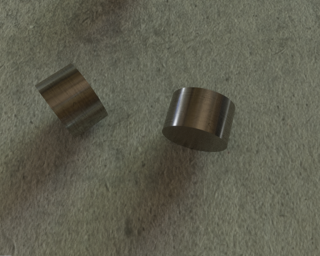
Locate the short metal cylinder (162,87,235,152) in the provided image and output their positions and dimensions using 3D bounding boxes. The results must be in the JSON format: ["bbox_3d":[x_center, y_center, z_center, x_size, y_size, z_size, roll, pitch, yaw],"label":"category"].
[{"bbox_3d":[0.048,-0.008,0.383,0.080,0.080,0.050,15,71,5],"label":"short metal cylinder"}]

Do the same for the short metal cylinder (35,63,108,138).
[{"bbox_3d":[-0.110,-0.034,0.390,0.050,0.080,0.080,-37,75,-12],"label":"short metal cylinder"}]
